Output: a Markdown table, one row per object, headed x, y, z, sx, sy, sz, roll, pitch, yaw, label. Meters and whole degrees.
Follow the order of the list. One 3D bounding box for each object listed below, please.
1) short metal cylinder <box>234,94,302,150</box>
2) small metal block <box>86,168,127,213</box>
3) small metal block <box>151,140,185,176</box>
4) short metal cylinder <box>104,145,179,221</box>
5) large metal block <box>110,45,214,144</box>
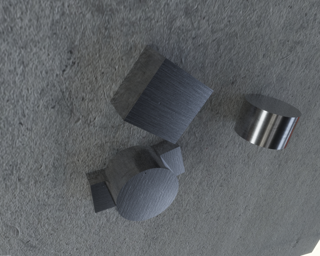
| x | y | z | sx | sy | sz | roll | pitch | yaw | label |
| --- | --- | --- | --- | --- | --- | --- | --- | --- | --- |
| 0.154 | -0.011 | 0.449 | 0.081 | 0.080 | 0.050 | -1 | 119 | -28 | short metal cylinder |
| -0.069 | 0.081 | 0.419 | 0.050 | 0.025 | 0.050 | -14 | 125 | -20 | small metal block |
| 0.004 | 0.048 | 0.439 | 0.050 | 0.025 | 0.050 | -24 | 127 | -14 | small metal block |
| -0.024 | 0.069 | 0.388 | 0.081 | 0.050 | 0.079 | -14 | 124 | -21 | short metal cylinder |
| 0.002 | -0.038 | 0.368 | 0.080 | 0.050 | 0.080 | 26 | 104 | -37 | large metal block |
